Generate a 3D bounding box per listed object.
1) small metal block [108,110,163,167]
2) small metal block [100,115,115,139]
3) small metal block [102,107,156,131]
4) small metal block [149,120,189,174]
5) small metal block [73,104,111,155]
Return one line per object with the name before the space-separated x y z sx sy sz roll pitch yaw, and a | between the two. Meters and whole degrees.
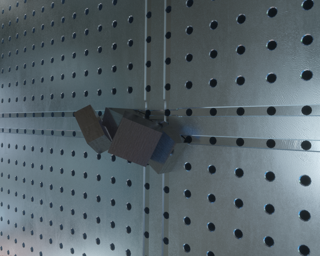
small metal block | -0.030 0.013 0.381 0.050 0.025 0.050 22 109 -9
small metal block | -0.074 0.005 0.468 0.050 0.025 0.050 -24 75 37
small metal block | -0.042 -0.008 0.426 0.050 0.050 0.025 24 105 37
small metal block | 0.001 0.024 0.407 0.050 0.025 0.050 43 116 31
small metal block | -0.091 0.003 0.429 0.025 0.050 0.050 -28 68 -4
